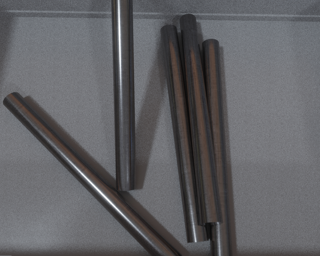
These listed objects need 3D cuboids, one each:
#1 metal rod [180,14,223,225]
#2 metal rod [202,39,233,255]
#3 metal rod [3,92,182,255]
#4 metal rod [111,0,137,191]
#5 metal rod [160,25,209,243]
[{"bbox_3d":[0.050,-0.029,0.407,0.025,0.025,0.299,-3,65,-1],"label":"metal rod"},{"bbox_3d":[0.073,0.017,0.404,0.025,0.025,0.299,1,70,0],"label":"metal rod"},{"bbox_3d":[-0.092,0.058,0.387,0.300,0.025,0.025,41,75,13],"label":"metal rod"},{"bbox_3d":[-0.044,-0.074,0.373,0.025,0.025,0.298,-1,94,-1],"label":"metal rod"},{"bbox_3d":[0.029,-0.007,0.412,0.025,0.025,0.299,-6,70,-2],"label":"metal rod"}]
